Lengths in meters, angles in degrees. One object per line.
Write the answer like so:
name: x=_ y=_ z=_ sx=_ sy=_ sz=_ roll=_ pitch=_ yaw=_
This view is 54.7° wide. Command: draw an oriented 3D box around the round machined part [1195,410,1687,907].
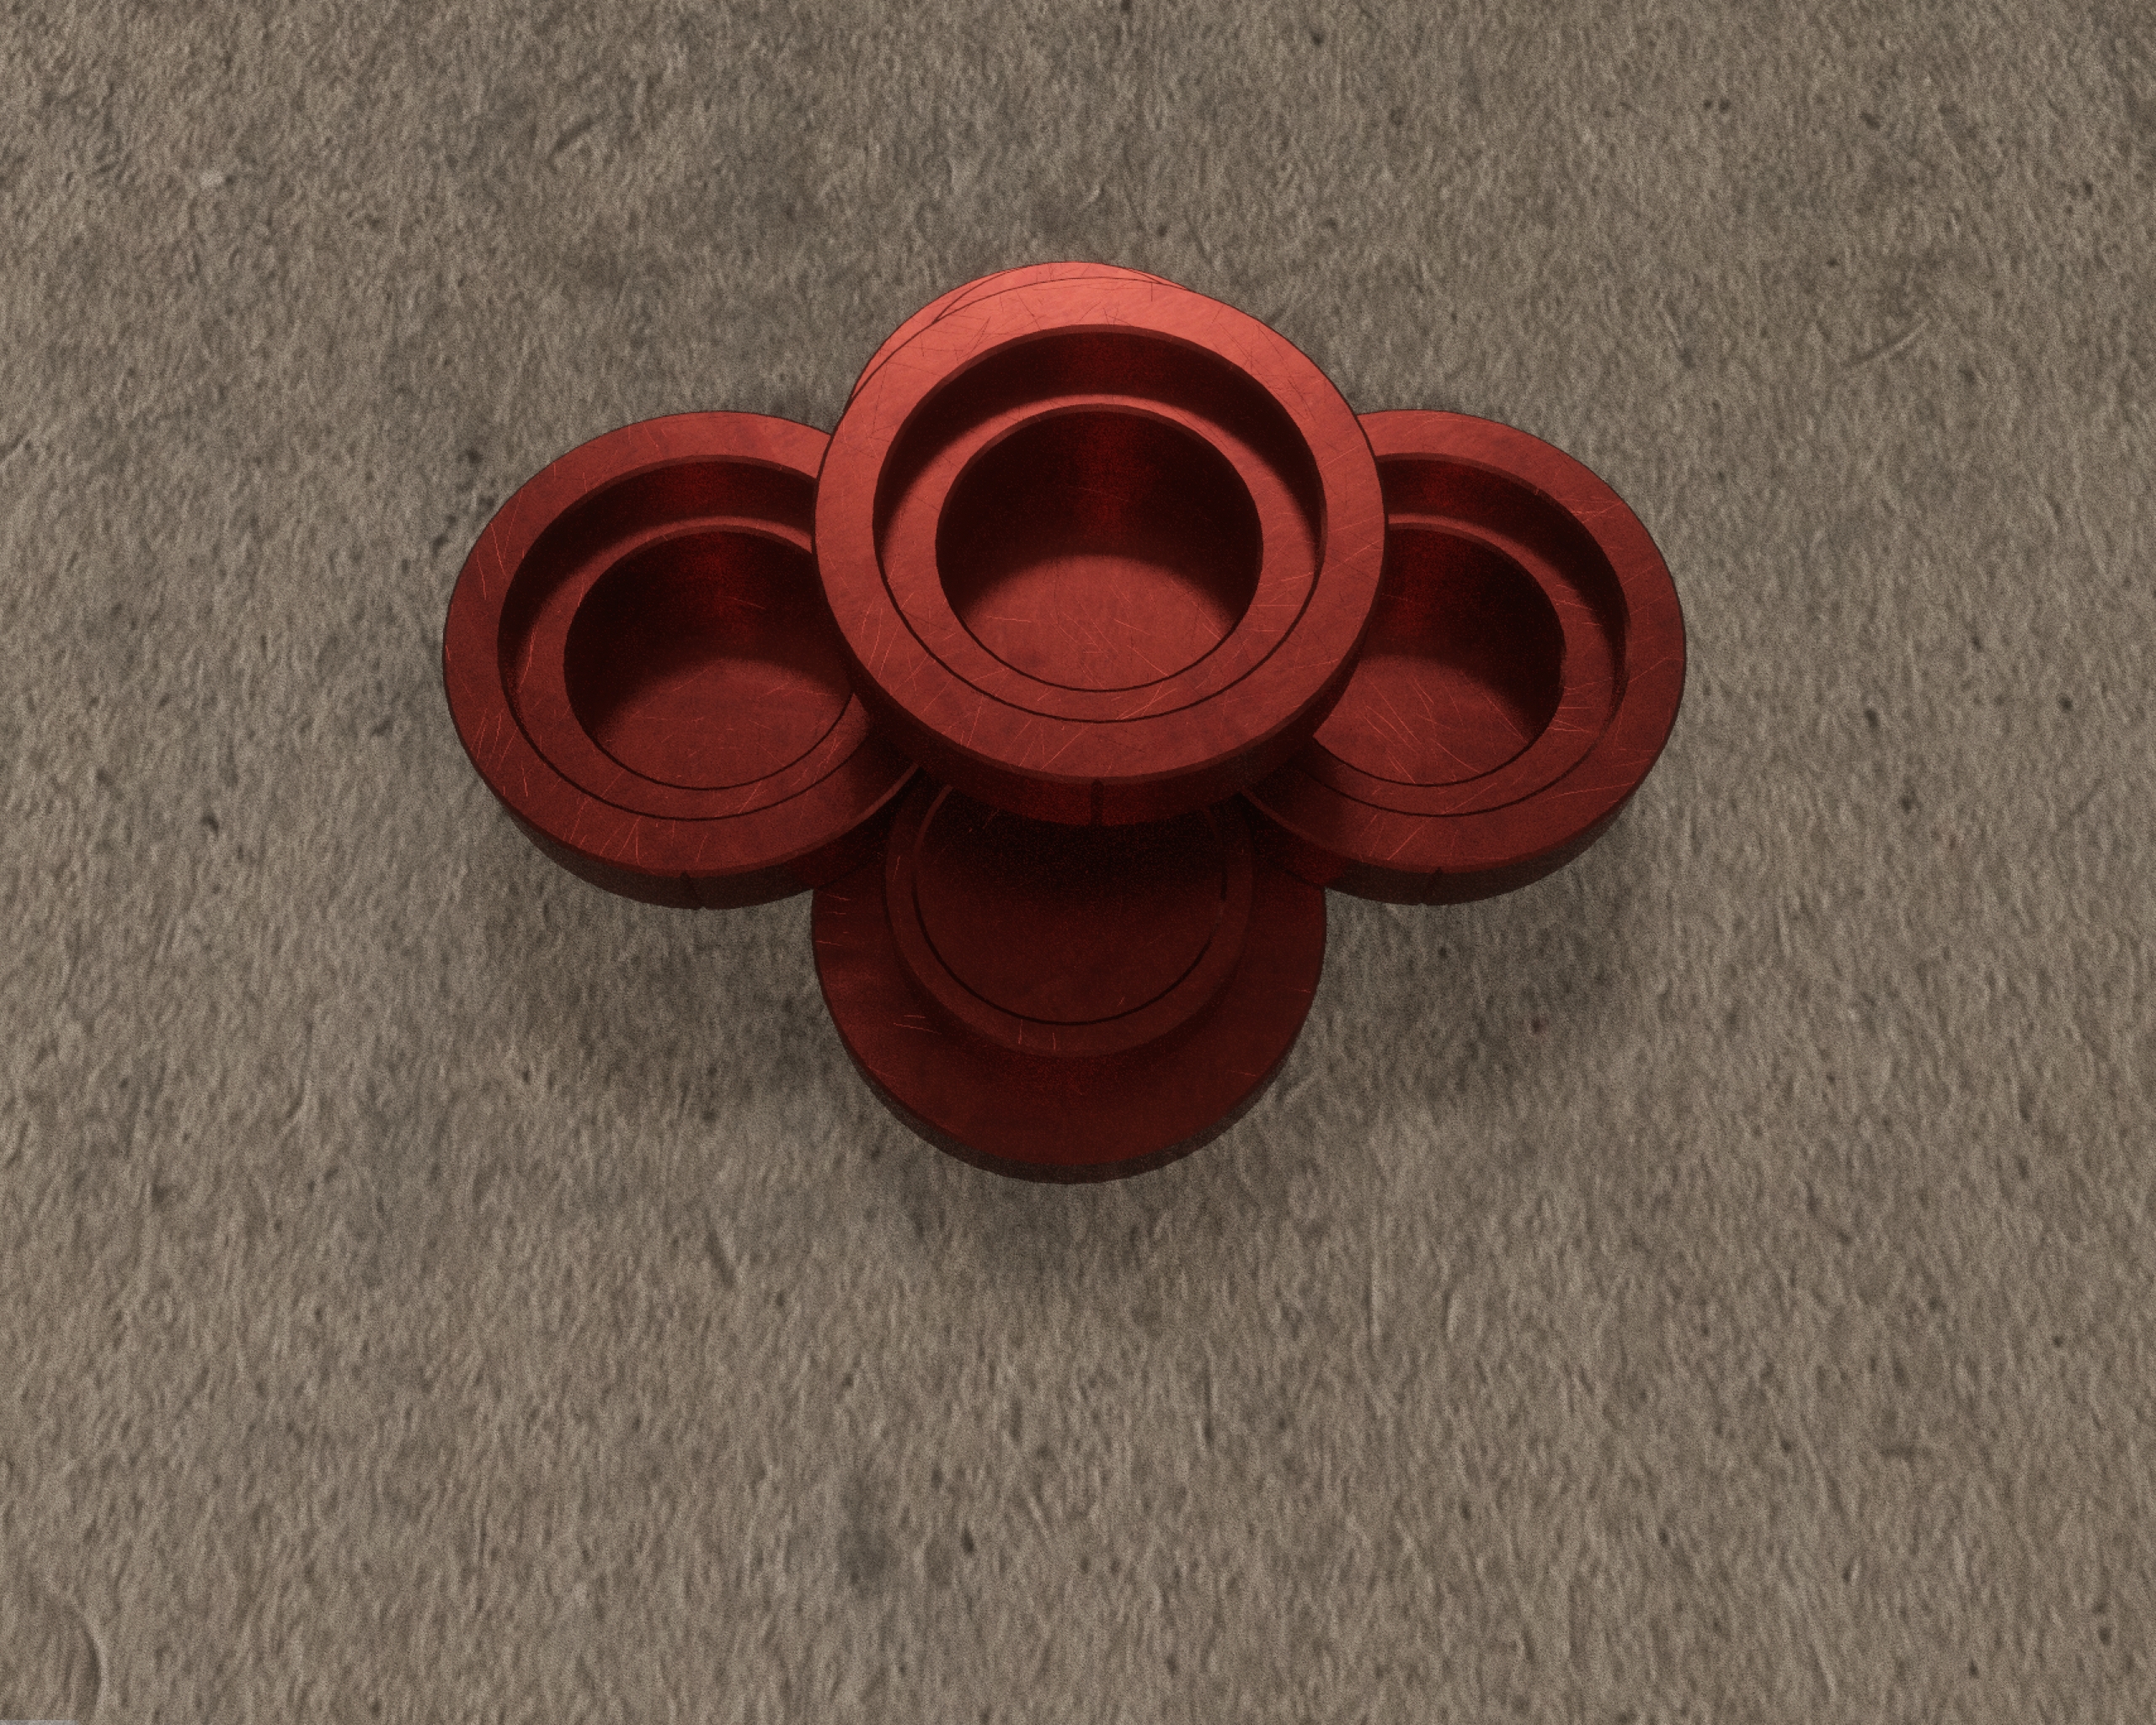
round machined part: x=0.066 y=-0.037 z=0.415 sx=0.099 sy=0.042 sz=0.098 roll=0 pitch=70 yaw=-1

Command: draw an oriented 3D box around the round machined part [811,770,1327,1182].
round machined part: x=-0.002 y=0.009 z=0.397 sx=0.099 sy=0.042 sz=0.098 roll=0 pitch=70 yaw=-1

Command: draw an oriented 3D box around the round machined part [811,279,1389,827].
round machined part: x=0.004 y=-0.052 z=0.374 sx=0.099 sy=0.042 sz=0.098 roll=0 pitch=70 yaw=-1

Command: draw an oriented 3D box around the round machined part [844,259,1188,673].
round machined part: x=-0.001 y=-0.084 z=0.431 sx=0.099 sy=0.042 sz=0.098 roll=0 pitch=70 yaw=-1

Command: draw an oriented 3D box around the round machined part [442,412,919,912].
round machined part: x=-0.070 y=-0.036 z=0.413 sx=0.099 sy=0.042 sz=0.098 roll=0 pitch=70 yaw=-1
